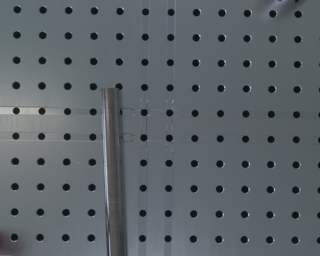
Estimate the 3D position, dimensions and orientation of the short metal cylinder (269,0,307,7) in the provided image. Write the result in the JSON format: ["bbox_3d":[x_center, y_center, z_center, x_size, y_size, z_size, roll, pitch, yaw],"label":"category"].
[{"bbox_3d":[0.177,-0.206,0.402,0.081,0.050,0.079,0,90,0],"label":"short metal cylinder"}]

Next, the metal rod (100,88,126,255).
[{"bbox_3d":[-0.061,0.097,0.412,0.025,0.025,0.298,-2,90,0],"label":"metal rod"}]
